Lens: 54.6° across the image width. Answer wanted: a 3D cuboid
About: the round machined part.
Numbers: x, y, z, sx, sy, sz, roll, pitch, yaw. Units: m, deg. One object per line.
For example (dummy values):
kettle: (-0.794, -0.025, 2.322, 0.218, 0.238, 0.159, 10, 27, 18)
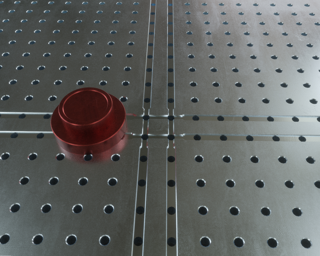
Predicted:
round machined part: (-0.095, -0.016, 0.410, 0.099, 0.042, 0.098, 0, 50, 0)
